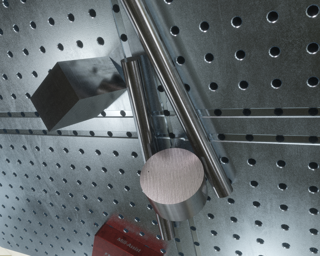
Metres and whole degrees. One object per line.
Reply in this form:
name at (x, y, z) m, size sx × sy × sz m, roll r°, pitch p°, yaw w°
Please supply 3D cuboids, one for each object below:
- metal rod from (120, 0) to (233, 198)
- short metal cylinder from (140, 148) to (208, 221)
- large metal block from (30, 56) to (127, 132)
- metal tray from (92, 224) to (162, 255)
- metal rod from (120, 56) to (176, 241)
metal rod at (0.021, -0.040, 0.374) m, size 0.025 × 0.025 × 0.299 m, roll -15°, pitch 111°, yaw 34°
short metal cylinder at (0.020, 0.073, 0.402) m, size 0.080 × 0.080 × 0.050 m, roll 10°, pitch 144°, yaw 23°
large metal block at (-0.103, -0.044, 0.396) m, size 0.080 × 0.081 × 0.050 m, roll -35°, pitch 83°, yaw 39°
metal tray at (-0.067, 0.251, 0.598) m, size 0.130 × 0.030 × 0.089 m, roll 24°, pitch 127°, yaw 13°
metal rod at (-0.011, 0.047, 0.445) m, size 0.025 × 0.025 × 0.298 m, roll 4°, pitch 120°, yaw 26°
